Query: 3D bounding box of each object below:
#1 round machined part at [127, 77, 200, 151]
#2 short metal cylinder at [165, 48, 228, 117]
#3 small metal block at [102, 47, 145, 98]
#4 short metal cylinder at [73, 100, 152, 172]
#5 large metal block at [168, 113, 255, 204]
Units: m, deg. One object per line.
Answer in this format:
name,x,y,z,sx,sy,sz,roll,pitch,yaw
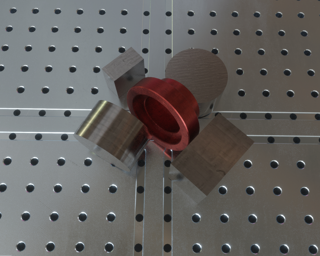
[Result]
round machined part,0.009,-0.022,0.381,0.098,0.098,0.042,39,62,12
short metal cylinder,0.047,-0.060,0.420,0.081,0.050,0.080,0,70,0
small metal block,-0.048,-0.075,0.425,0.050,0.050,0.025,-40,75,-13
short metal cylinder,-0.057,0.010,0.378,0.080,0.080,0.050,29,73,10
large metal block,0.057,0.040,0.369,0.050,0.080,0.080,42,75,13
